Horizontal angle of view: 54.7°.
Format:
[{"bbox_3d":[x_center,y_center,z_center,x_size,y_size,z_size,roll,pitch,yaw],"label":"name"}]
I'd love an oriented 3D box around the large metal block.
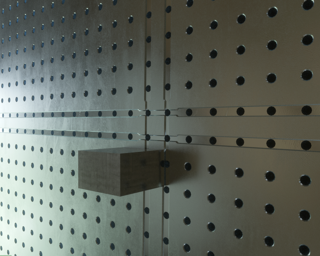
[{"bbox_3d":[-0.051,0.054,0.414,0.080,0.081,0.050,0,90,39],"label":"large metal block"}]
